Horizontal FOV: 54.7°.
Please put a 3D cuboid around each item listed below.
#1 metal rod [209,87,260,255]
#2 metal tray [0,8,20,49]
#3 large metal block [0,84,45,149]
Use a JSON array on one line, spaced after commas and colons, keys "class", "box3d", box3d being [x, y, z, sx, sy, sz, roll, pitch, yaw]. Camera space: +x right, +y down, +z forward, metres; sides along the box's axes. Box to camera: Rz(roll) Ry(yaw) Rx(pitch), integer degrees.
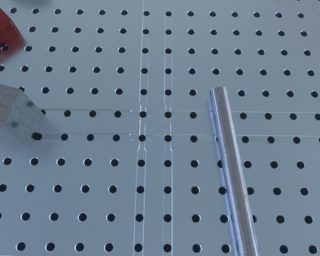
[{"class": "metal rod", "box3d": [0.097, 0.088, 0.380, 0.025, 0.025, 0.299, -5, 70, -2]}, {"class": "metal tray", "box3d": [-0.290, -0.138, 0.456, 0.130, 0.030, 0.090, -42, 76, -14]}, {"class": "large metal block", "box3d": [-0.205, -0.018, 0.387, 0.080, 0.080, 0.050, 14, 71, 4]}]
